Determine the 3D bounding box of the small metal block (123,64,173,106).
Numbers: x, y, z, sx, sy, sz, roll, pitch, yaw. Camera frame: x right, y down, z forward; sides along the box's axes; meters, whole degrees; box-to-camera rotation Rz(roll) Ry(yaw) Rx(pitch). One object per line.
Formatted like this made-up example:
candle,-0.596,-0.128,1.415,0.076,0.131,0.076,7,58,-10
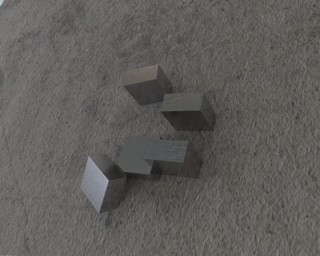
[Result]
small metal block,-0.015,-0.059,0.432,0.050,0.050,0.025,-8,58,24

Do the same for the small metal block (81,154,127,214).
small metal block,-0.071,0.068,0.384,0.050,0.025,0.050,40,121,39

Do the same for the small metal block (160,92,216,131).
small metal block,0.036,-0.019,0.381,0.050,0.050,0.025,0,62,28

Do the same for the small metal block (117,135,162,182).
small metal block,-0.022,0.038,0.392,0.050,0.025,0.050,2,62,29

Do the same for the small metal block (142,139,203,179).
small metal block,0.016,0.036,0.358,0.050,0.050,0.025,2,63,29
